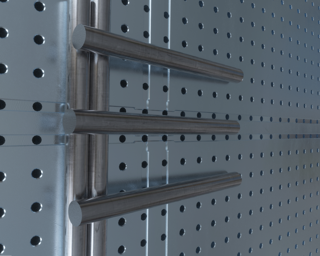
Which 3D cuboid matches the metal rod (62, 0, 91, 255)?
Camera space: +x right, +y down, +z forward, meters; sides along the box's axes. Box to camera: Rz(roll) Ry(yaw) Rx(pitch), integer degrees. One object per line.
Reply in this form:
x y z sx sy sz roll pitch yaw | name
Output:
-0.090 0.009 0.334 0.025 0.025 0.298 1 89 -40 | metal rod

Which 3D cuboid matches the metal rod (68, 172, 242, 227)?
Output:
0.022 0.085 0.411 0.302 0.025 0.025 1 90 -46 | metal rod

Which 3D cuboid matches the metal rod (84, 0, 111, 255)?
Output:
-0.071 0.001 0.351 0.025 0.025 0.298 1 89 -40 | metal rod

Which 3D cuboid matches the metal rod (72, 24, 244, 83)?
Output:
0.025 -0.089 0.413 0.302 0.025 0.025 1 90 -46 | metal rod

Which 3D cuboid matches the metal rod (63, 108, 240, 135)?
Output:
0.018 -0.004 0.406 0.302 0.025 0.025 2 89 -46 | metal rod
